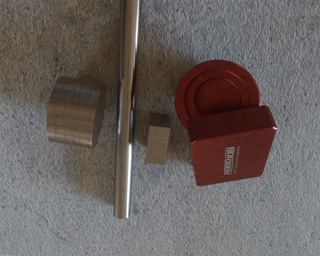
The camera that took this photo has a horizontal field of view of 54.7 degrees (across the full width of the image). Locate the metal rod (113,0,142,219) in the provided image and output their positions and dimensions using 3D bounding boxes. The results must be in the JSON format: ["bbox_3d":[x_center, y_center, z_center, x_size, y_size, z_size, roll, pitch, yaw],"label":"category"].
[{"bbox_3d":[-0.044,-0.014,0.404,0.025,0.025,0.298,4,110,-2],"label":"metal rod"}]

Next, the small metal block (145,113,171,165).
[{"bbox_3d":[-0.003,0.013,0.401,0.025,0.050,0.050,7,110,-3],"label":"small metal block"}]

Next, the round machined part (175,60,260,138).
[{"bbox_3d":[0.071,-0.033,0.379,0.098,0.042,0.097,3,102,17],"label":"round machined part"}]

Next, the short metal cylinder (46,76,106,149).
[{"bbox_3d":[-0.098,-0.018,0.373,0.050,0.080,0.079,10,110,-4],"label":"short metal cylinder"}]

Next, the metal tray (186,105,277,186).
[{"bbox_3d":[0.084,0.028,0.380,0.090,0.030,0.130,-10,147,3],"label":"metal tray"}]
